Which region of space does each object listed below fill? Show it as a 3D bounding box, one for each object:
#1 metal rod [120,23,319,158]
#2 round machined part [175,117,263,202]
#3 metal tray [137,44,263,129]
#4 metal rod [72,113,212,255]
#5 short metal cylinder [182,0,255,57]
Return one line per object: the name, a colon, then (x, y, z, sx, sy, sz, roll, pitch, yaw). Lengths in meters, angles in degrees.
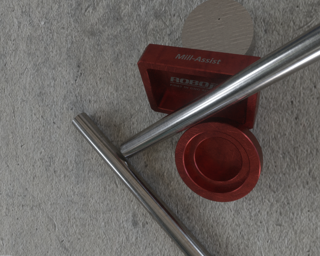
metal rod: (0.048, -0.023, 0.322, 0.299, 0.025, 0.025, -30, 79, 45)
round machined part: (0.071, 0.034, 0.366, 0.098, 0.042, 0.097, 8, 110, 24)
metal tray: (0.047, -0.046, 0.357, 0.130, 0.090, 0.030, 12, 59, 19)
metal rod: (-0.017, 0.092, 0.414, 0.300, 0.025, 0.025, 46, 104, 14)
short metal cylinder: (0.072, -0.106, 0.370, 0.080, 0.050, 0.080, 0, 90, 20)
